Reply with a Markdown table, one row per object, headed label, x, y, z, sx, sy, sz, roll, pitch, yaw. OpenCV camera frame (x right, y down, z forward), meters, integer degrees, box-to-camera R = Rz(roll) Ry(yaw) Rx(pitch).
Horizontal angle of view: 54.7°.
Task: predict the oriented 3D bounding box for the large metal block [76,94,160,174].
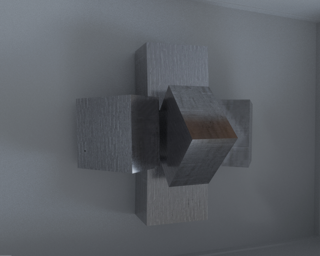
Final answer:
| label | x | y | z | sx | sy | sz | roll | pitch | yaw |
| --- | --- | --- | --- | --- | --- | --- | --- | --- | --- |
| large metal block | -0.048 | 0.006 | 0.354 | 0.050 | 0.080 | 0.079 | -3 | 92 | -57 |

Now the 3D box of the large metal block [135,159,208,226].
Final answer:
| label | x | y | z | sx | sy | sz | roll | pitch | yaw |
| --- | --- | --- | --- | --- | --- | --- | --- | --- | --- |
| large metal block | 0.014 | 0.076 | 0.401 | 0.081 | 0.050 | 0.080 | 1 | 90 | -20 |

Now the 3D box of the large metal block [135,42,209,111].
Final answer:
| label | x | y | z | sx | sy | sz | roll | pitch | yaw |
| --- | --- | --- | --- | --- | --- | --- | --- | --- | --- |
| large metal block | 0.015 | -0.062 | 0.398 | 0.081 | 0.050 | 0.080 | -2 | 91 | -20 |

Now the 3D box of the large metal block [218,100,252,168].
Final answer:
| label | x | y | z | sx | sy | sz | roll | pitch | yaw |
| --- | --- | --- | --- | --- | --- | --- | --- | --- | --- |
| large metal block | 0.093 | 0.006 | 0.407 | 0.050 | 0.080 | 0.080 | 1 | 90 | 19 |

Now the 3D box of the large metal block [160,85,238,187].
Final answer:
| label | x | y | z | sx | sy | sz | roll | pitch | yaw |
| --- | --- | --- | --- | --- | --- | --- | --- | --- | --- |
| large metal block | 0.033 | 0.009 | 0.350 | 0.050 | 0.079 | 0.080 | -1 | 47 | -21 |
